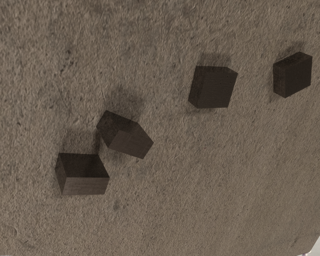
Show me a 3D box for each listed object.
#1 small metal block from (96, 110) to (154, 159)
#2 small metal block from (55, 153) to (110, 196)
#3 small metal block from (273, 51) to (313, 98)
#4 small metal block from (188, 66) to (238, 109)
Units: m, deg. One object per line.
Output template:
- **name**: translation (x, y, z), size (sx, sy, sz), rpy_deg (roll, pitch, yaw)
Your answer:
- **small metal block**: translation (-0.043, 0.008, 0.373), size (0.050, 0.050, 0.025), rpy_deg (23, 106, -37)
- **small metal block**: translation (-0.095, 0.055, 0.374), size (0.050, 0.050, 0.025), rpy_deg (6, 115, -32)
- **small metal block**: translation (0.201, -0.081, 0.470), size (0.050, 0.025, 0.050), rpy_deg (-26, 128, -12)
- **small metal block**: translation (0.070, -0.054, 0.413), size (0.050, 0.025, 0.050), rpy_deg (-4, 120, -27)
